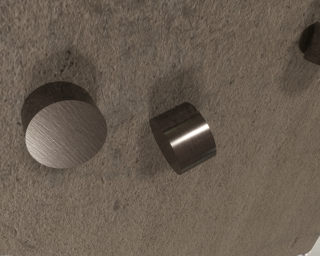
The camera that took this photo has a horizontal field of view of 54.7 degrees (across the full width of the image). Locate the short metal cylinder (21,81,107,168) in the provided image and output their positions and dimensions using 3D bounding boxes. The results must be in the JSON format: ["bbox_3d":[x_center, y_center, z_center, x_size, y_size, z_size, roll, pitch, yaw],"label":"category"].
[{"bbox_3d":[-0.103,-0.004,0.333,0.081,0.050,0.079,-14,125,-21],"label":"short metal cylinder"}]

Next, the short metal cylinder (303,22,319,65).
[{"bbox_3d":[0.255,-0.117,0.441,0.081,0.080,0.050,-6,121,-26],"label":"short metal cylinder"}]

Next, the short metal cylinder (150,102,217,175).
[{"bbox_3d":[0.028,0.013,0.397,0.050,0.080,0.080,-27,128,-12],"label":"short metal cylinder"}]
